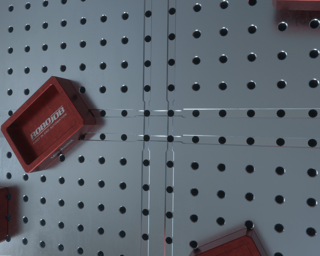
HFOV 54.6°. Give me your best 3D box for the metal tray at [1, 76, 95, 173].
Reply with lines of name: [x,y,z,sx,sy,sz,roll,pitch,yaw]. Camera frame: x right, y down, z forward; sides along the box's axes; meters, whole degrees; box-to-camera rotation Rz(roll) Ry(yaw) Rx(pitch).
metal tray: [-0.172,-0.004,0.471,0.130,0.030,0.090,-39,78,16]

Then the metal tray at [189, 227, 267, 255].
metal tray: [0.100,0.200,0.374,0.090,0.030,0.130,-30,80,17]

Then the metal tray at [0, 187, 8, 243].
metal tray: [-0.320,0.142,0.523,0.130,0.030,0.090,1,90,20]

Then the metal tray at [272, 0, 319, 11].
metal tray: [0.172,-0.190,0.316,0.090,0.030,0.129,9,93,19]
